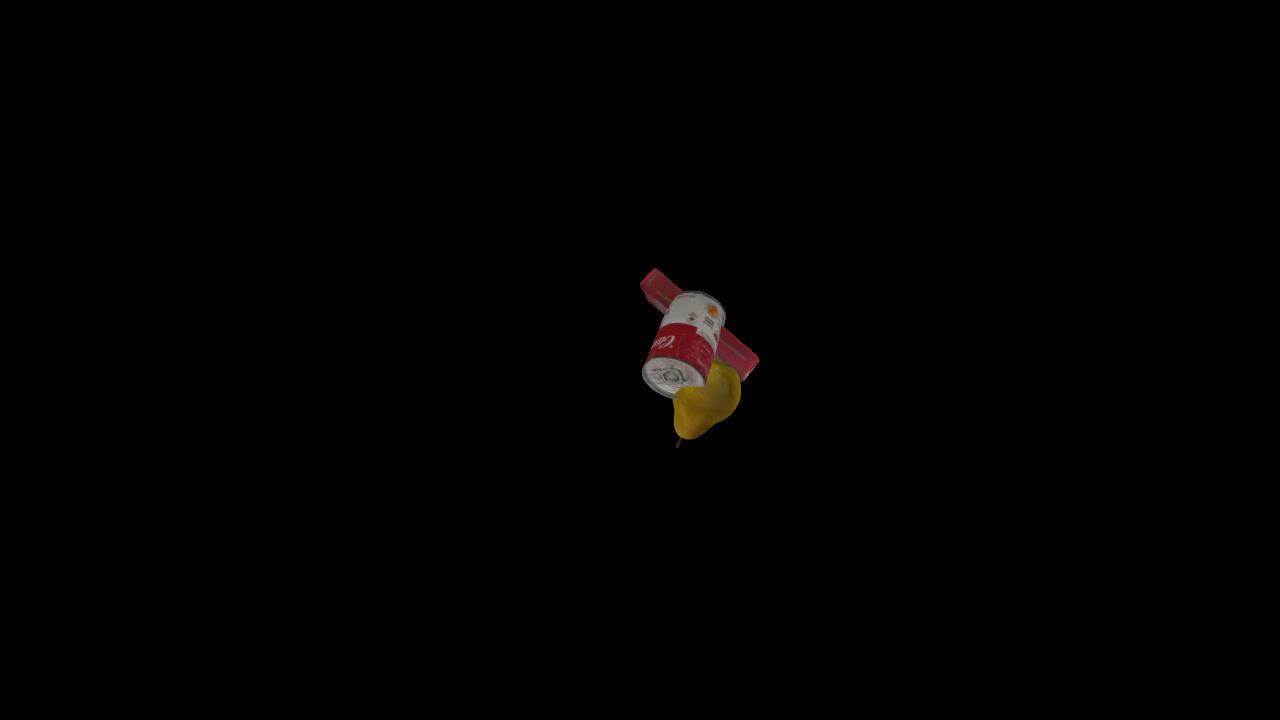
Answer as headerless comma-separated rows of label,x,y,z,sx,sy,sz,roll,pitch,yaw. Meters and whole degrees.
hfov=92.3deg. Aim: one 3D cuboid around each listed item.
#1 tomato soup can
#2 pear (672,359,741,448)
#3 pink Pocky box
tomato soup can,0.049,-0.017,0.653,0.068,0.101,0.068,14,-37,11
pear,0.061,0.052,0.668,0.080,0.111,0.080,20,9,-3
pink Pocky box,0.068,-0.038,0.700,0.155,0.029,0.084,42,0,10
